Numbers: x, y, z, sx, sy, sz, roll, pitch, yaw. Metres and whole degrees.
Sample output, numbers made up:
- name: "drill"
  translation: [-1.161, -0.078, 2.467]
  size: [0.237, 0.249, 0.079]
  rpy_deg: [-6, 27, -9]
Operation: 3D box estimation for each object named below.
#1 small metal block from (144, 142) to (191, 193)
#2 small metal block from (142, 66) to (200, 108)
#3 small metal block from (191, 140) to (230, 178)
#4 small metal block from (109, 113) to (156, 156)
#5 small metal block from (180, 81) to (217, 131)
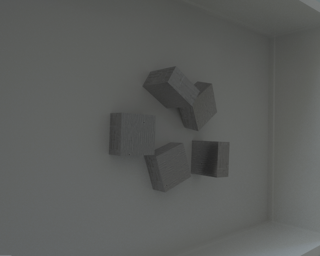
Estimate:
- name: "small metal block"
  translation: [0.011, 0.052, 0.418]
  size: [0.050, 0.025, 0.050]
  rpy_deg: [-23, 105, -38]
- name: "small metal block"
  translation: [0.014, -0.051, 0.404]
  size: [0.050, 0.050, 0.025]
  rpy_deg: [41, 65, -33]
- name: "small metal block"
  translation: [0.073, 0.044, 0.454]
  size: [0.025, 0.050, 0.050]
  rpy_deg: [4, 87, -40]
- name: "small metal block"
  translation: [-0.034, 0.008, 0.380]
  size: [0.050, 0.025, 0.050]
  rpy_deg: [3, 88, -40]
- name: "small metal block"
  translation: [0.055, -0.032, 0.447]
  size: [0.050, 0.025, 0.050]
  rpy_deg: [-43, 132, -32]
